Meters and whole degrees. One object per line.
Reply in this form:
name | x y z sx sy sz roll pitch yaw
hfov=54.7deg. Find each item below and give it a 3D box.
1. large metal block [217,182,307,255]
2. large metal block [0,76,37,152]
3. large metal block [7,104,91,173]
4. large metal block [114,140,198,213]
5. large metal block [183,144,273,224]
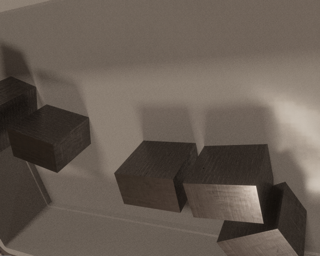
large metal block | 0.127 0.121 0.381 0.080 0.080 0.050 -31 102 37
large metal block | -0.240 -0.023 0.482 0.050 0.080 0.079 23 127 14
large metal block | -0.162 0.013 0.464 0.080 0.080 0.050 17 125 18
large metal block | 0.000 0.060 0.409 0.080 0.080 0.050 2 119 27
large metal block | 0.084 0.062 0.367 0.080 0.080 0.050 -4 117 29
